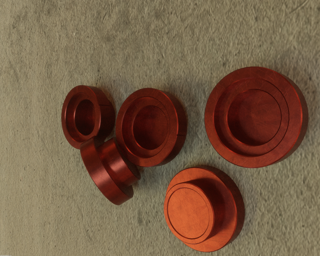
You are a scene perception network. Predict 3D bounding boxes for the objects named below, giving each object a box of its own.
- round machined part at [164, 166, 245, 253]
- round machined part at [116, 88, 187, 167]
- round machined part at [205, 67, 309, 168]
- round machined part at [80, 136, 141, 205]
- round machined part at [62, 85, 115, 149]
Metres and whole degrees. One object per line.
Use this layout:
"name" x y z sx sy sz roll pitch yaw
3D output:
"round machined part" 0.043 0.094 0.358 0.098 0.042 0.097 0 90 40
"round machined part" -0.007 0.000 0.396 0.098 0.042 0.097 -3 85 36
"round machined part" 0.098 -0.010 0.313 0.098 0.042 0.097 0 90 40
"round machined part" -0.061 0.051 0.419 0.042 0.098 0.098 -32 67 1
"round machined part" -0.108 -0.016 0.483 0.098 0.042 0.097 0 90 40
